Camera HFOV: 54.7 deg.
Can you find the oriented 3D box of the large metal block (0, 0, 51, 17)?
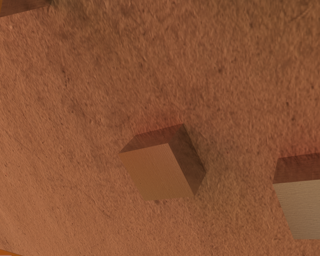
[{"bbox_3d":[-0.177,-0.179,0.352,0.080,0.080,0.050,39,129,1],"label":"large metal block"}]

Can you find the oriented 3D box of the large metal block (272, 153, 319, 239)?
[{"bbox_3d":[0.180,0.074,0.342,0.080,0.050,0.080,-14,112,33],"label":"large metal block"}]

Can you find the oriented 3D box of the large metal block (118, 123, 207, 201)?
[{"bbox_3d":[0.004,0.048,0.417,0.080,0.050,0.080,-14,111,33],"label":"large metal block"}]
